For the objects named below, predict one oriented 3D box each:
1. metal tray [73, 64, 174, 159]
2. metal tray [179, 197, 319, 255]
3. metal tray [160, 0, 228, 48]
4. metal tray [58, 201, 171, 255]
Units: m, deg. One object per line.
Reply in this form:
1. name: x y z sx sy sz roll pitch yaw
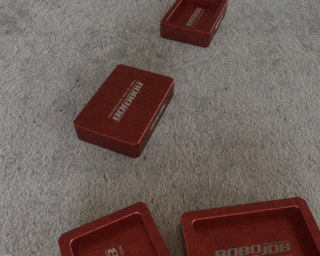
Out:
1. metal tray: -0.044 -0.028 0.423 0.090 0.030 0.130 17 52 14
2. metal tray: 0.091 0.121 0.298 0.131 0.030 0.090 -6 50 -6
3. metal tray: 0.065 -0.205 0.572 0.090 0.030 0.130 17 52 14
4. metal tray: -0.030 0.142 0.279 0.091 0.030 0.130 -20 53 -16
